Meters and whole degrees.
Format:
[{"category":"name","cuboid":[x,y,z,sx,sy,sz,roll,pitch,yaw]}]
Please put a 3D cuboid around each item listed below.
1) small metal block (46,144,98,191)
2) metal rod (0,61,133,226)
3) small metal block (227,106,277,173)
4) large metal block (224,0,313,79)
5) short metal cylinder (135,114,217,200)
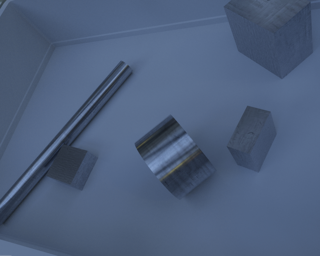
[{"category":"small metal block","cuboid":[-0.123,0.055,0.435,0.050,0.025,0.050,11,67,32]},{"category":"metal rod","cuboid":[-0.146,0.017,0.469,0.025,0.025,0.300,32,79,37]},{"category":"small metal block","cuboid":[0.099,0.013,0.329,0.025,0.050,0.050,20,72,35]},{"category":"large metal block","cuboid":[0.132,-0.118,0.373,0.050,0.080,0.080,-41,51,0]},{"category":"short metal cylinder","cuboid":[0.017,0.031,0.341,0.050,0.080,0.080,-39,51,2]}]
